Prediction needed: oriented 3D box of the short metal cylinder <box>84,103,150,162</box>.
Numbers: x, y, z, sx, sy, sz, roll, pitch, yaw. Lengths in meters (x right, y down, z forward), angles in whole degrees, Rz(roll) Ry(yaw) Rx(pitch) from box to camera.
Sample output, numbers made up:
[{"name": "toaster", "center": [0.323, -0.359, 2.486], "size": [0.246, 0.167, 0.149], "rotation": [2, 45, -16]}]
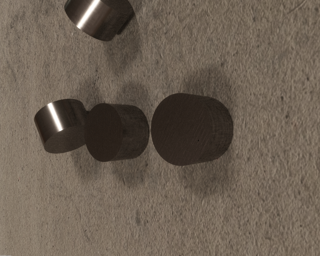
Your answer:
[{"name": "short metal cylinder", "center": [-0.062, 0.006, 0.437], "size": [0.080, 0.050, 0.079], "rotation": [0, 90, 39]}]

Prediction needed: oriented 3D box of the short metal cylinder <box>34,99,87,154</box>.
[{"name": "short metal cylinder", "center": [-0.150, -0.002, 0.490], "size": [0.080, 0.081, 0.050], "rotation": [-43, 65, 31]}]

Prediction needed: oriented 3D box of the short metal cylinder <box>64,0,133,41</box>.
[{"name": "short metal cylinder", "center": [-0.086, -0.170, 0.438], "size": [0.050, 0.081, 0.080], "rotation": [-43, 64, 31]}]

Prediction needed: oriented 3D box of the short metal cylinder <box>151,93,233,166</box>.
[{"name": "short metal cylinder", "center": [0.036, 0.001, 0.357], "size": [0.080, 0.050, 0.079], "rotation": [0, 90, 39]}]
